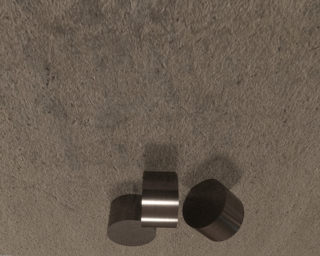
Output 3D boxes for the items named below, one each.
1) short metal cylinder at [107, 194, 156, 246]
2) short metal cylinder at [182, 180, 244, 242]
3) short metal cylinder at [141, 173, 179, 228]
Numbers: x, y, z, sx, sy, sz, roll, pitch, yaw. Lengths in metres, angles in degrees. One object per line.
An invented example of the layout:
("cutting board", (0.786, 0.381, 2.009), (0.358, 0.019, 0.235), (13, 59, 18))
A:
("short metal cylinder", (-0.046, 0.157, 0.524), (0.081, 0.050, 0.079), (0, 130, 0))
("short metal cylinder", (0.082, 0.128, 0.481), (0.080, 0.080, 0.050), (-33, 123, 24))
("short metal cylinder", (-0.001, 0.107, 0.463), (0.050, 0.080, 0.079), (2, 130, -2))
